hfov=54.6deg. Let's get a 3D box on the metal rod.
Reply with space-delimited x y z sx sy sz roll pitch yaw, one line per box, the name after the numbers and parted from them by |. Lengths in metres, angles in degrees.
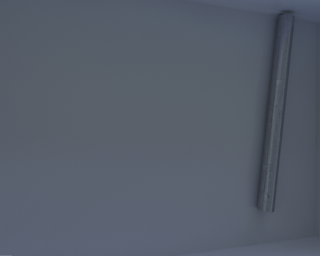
0.178 -0.024 0.475 0.025 0.025 0.299 8 87 -20 | metal rod
